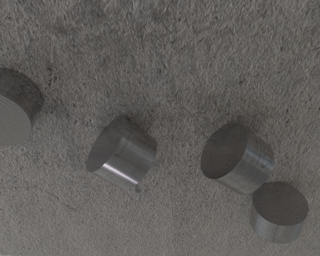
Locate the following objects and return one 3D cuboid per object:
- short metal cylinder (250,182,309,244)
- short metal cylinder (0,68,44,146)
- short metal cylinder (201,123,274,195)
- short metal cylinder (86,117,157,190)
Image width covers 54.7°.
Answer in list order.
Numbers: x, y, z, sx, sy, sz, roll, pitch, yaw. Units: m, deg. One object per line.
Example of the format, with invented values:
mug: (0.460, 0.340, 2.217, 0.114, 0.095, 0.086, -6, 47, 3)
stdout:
short metal cylinder: (0.184, 0.132, 0.485, 0.080, 0.080, 0.050, -4, 130, 3)
short metal cylinder: (-0.187, -0.024, 0.368, 0.081, 0.050, 0.079, 0, 130, 0)
short metal cylinder: (0.100, 0.040, 0.406, 0.050, 0.080, 0.080, 32, 123, -24)
short metal cylinder: (-0.050, 0.032, 0.398, 0.050, 0.080, 0.080, 35, 122, -26)
